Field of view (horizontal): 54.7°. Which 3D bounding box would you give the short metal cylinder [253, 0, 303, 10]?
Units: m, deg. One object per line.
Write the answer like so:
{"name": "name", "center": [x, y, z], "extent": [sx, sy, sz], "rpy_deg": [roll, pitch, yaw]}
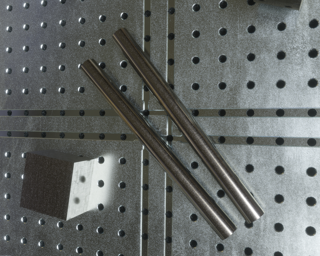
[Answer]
{"name": "short metal cylinder", "center": [0.139, -0.173, 0.334], "extent": [0.050, 0.080, 0.080], "rpy_deg": [20, 97, 19]}

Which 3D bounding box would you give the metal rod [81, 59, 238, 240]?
{"name": "metal rod", "center": [-0.009, 0.019, 0.415], "extent": [0.025, 0.025, 0.300], "rpy_deg": [-44, 77, 15]}

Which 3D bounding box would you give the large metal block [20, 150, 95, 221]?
{"name": "large metal block", "center": [-0.149, 0.079, 0.452], "extent": [0.080, 0.050, 0.079], "rpy_deg": [9, 93, 19]}

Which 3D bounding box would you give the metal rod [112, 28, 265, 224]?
{"name": "metal rod", "center": [0.029, -0.011, 0.402], "extent": [0.025, 0.025, 0.299], "rpy_deg": [-39, 78, 16]}
